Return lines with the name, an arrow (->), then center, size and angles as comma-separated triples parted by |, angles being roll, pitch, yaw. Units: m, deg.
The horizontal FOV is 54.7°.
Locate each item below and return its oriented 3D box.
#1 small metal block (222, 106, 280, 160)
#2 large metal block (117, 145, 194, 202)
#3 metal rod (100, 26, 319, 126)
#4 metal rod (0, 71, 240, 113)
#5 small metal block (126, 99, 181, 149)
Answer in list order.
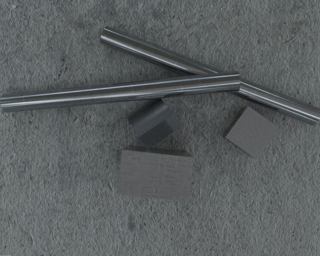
small metal block -> 0.119, 0.006, 0.412 | 0.050, 0.025, 0.050 | 36, 90, -1
large metal block -> -0.005, 0.053, 0.383 | 0.081, 0.080, 0.050 | 6, 90, -1
metal rod -> 0.067, -0.069, 0.410 | 0.301, 0.025, 0.025 | 21, 90, -1
metal rod -> -0.053, -0.045, 0.396 | 0.302, 0.025, 0.025 | -5, 90, 4
small metal block -> -0.009, -0.009, 0.395 | 0.050, 0.050, 0.025 | -34, 132, -1
